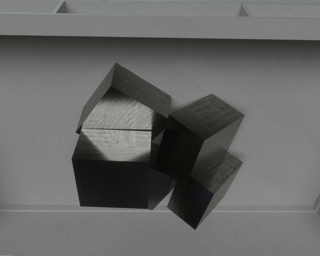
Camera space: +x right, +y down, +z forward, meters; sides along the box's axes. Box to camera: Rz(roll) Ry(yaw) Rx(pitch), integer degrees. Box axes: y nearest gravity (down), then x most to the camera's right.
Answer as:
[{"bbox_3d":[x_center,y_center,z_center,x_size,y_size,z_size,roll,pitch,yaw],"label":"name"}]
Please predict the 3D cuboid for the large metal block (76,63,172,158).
[{"bbox_3d":[-0.042,-0.017,0.376,0.080,0.050,0.080,29,124,-23],"label":"large metal block"}]

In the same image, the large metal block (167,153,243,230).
[{"bbox_3d":[0.062,0.080,0.431,0.050,0.081,0.079,35,133,22],"label":"large metal block"}]

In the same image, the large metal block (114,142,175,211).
[{"bbox_3d":[-0.026,0.065,0.442,0.080,0.050,0.080,24,126,-19],"label":"large metal block"}]

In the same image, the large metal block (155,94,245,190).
[{"bbox_3d":[0.047,0.015,0.376,0.081,0.050,0.079,-27,145,-40],"label":"large metal block"}]

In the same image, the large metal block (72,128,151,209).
[{"bbox_3d":[-0.052,0.049,0.364,0.081,0.050,0.079,3,129,-1],"label":"large metal block"}]
